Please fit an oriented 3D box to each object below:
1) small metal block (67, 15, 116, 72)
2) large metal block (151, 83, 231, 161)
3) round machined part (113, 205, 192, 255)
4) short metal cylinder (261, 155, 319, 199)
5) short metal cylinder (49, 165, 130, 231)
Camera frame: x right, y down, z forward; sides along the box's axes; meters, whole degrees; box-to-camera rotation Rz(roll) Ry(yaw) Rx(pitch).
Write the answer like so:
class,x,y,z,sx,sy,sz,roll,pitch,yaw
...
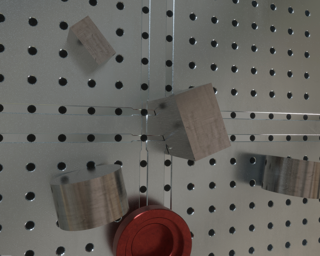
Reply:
class,x,y,z,sx,sy,sz,roll,pitch,yaw
small metal block,-0.083,-0.098,0.369,0.025,0.050,0.050,-41,103,-15
large metal block,0.037,-0.008,0.397,0.050,0.080,0.080,-21,97,-19
round machined part,-0.012,0.148,0.399,0.099,0.042,0.097,0,90,-20
short metal cylinder,0.193,0.070,0.455,0.081,0.080,0.050,9,87,-20
short metal cylinder,-0.079,0.076,0.354,0.081,0.080,0.050,-12,95,-20
